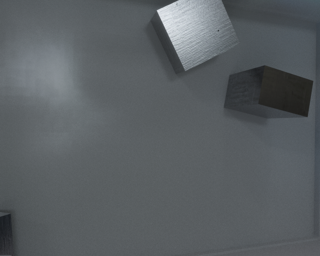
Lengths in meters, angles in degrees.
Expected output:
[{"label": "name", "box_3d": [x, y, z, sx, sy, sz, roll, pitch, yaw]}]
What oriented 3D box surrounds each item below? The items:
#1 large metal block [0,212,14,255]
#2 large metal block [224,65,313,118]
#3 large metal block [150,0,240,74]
[{"label": "large metal block", "box_3d": [-0.196, 0.132, 0.303, 0.080, 0.050, 0.080, -4, 91, -60]}, {"label": "large metal block", "box_3d": [0.150, -0.047, 0.436, 0.081, 0.080, 0.050, 12, 86, -20]}, {"label": "large metal block", "box_3d": [0.045, -0.126, 0.406, 0.080, 0.050, 0.080, -28, 100, -7]}]
